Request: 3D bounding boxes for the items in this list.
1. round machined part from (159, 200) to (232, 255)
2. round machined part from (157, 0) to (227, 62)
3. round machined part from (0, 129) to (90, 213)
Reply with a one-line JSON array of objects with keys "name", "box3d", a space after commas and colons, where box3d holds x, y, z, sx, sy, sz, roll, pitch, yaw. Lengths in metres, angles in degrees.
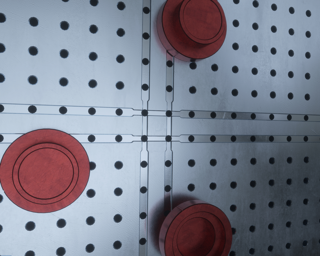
[{"name": "round machined part", "box3d": [0.044, 0.146, 0.420, 0.099, 0.042, 0.097, 0, 90, -20]}, {"name": "round machined part", "box3d": [0.049, -0.143, 0.421, 0.099, 0.042, 0.097, 0, 90, -20]}, {"name": "round machined part", "box3d": [-0.130, 0.049, 0.356, 0.099, 0.042, 0.097, 0, 90, -20]}]
